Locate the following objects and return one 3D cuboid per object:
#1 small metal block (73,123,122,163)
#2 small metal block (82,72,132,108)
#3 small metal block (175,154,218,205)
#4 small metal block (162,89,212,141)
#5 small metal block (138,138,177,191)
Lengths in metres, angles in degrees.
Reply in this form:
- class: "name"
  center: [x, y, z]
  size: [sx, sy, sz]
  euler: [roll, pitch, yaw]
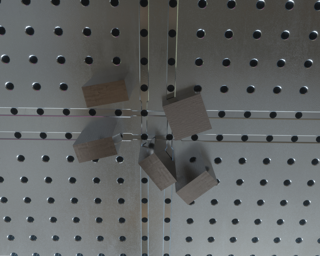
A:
- class: "small metal block"
  center: [-0.080, 0.019, 0.406]
  size: [0.050, 0.050, 0.025]
  euler: [-13, 110, 5]
- class: "small metal block"
  center: [-0.063, -0.048, 0.382]
  size: [0.050, 0.050, 0.025]
  euler: [-9, 110, 3]
- class: "small metal block"
  center: [0.048, 0.069, 0.426]
  size: [0.050, 0.050, 0.025]
  euler: [-39, 106, 13]
- class: "small metal block"
  center: [0.035, -0.017, 0.407]
  size: [0.050, 0.025, 0.050]
  euler: [-19, 109, 7]
- class: "small metal block"
  center: [-0.003, 0.048, 0.418]
  size: [0.025, 0.050, 0.050]
  euler: [-34, 107, 12]
